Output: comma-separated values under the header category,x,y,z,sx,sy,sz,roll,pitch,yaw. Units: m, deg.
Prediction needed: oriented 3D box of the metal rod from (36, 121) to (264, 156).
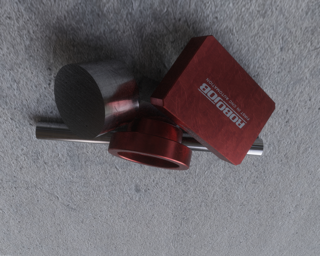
category,x,y,z,sx,sy,sz,roll,pitch,yaw
metal rod,-0.010,0.015,0.421,0.302,0.025,0.025,5,130,-4

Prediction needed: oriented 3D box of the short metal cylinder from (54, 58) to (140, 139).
category,x,y,z,sx,sy,sz,roll,pitch,yaw
short metal cylinder,-0.069,-0.033,0.337,0.080,0.050,0.079,16,117,34

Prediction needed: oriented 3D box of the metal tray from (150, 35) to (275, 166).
category,x,y,z,sx,sy,sz,roll,pitch,yaw
metal tray,0.064,-0.028,0.349,0.130,0.030,0.090,38,82,-28

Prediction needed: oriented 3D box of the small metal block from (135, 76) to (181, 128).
category,x,y,z,sx,sy,sz,roll,pitch,yaw
small metal block,-0.002,-0.030,0.365,0.050,0.050,0.025,18,128,-15

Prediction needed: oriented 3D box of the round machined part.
category,x,y,z,sx,sy,sz,roll,pitch,yaw
round machined part,-0.009,0.019,0.373,0.099,0.042,0.098,11,165,3
